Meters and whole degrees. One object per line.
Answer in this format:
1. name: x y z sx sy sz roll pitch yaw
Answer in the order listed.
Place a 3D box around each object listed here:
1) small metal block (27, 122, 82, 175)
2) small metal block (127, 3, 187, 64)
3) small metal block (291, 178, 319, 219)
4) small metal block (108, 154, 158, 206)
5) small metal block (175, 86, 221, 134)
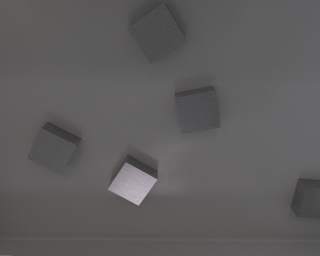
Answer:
1. small metal block: -0.143 0.027 0.420 0.050 0.025 0.050 28 108 -10
2. small metal block: -0.003 -0.112 0.370 0.050 0.025 0.050 -31 107 11
3. small metal block: 0.226 0.103 0.451 0.050 0.025 0.050 5 110 -2
4. small metal block: -0.038 0.073 0.438 0.050 0.025 0.050 31 107 -11
5. small metal block: 0.049 -0.023 0.403 0.050 0.025 0.050 -11 110 3
